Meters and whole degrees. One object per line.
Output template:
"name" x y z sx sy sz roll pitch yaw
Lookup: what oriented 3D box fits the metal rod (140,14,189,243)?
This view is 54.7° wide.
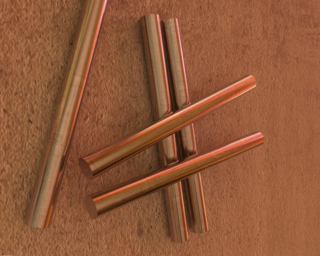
"metal rod" 0.007 0.006 0.410 0.025 0.025 0.298 -13 99 -39

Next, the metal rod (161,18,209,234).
"metal rod" 0.035 0.003 0.433 0.025 0.025 0.298 -15 100 -39

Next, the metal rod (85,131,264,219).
"metal rod" 0.044 0.049 0.407 0.302 0.025 0.025 -15 100 -39

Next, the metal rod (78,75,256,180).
"metal rod" 0.033 -0.016 0.398 0.302 0.025 0.025 -28 108 -37

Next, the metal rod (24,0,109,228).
"metal rod" -0.090 -0.049 0.328 0.025 0.025 0.299 20 78 -38
